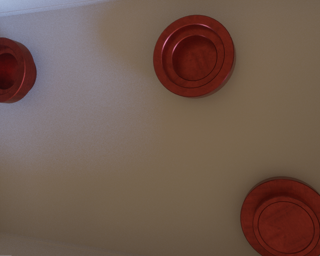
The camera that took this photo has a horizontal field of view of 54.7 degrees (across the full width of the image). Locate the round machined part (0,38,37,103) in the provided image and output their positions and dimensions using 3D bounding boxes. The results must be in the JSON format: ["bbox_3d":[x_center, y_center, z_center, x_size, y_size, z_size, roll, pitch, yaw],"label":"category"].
[{"bbox_3d":[-0.234,-0.087,0.482,0.098,0.042,0.097,0,90,19],"label":"round machined part"}]

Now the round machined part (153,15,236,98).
[{"bbox_3d":[0.045,-0.085,0.385,0.098,0.042,0.097,0,90,19],"label":"round machined part"}]

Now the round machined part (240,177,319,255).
[{"bbox_3d":[0.142,0.107,0.352,0.098,0.042,0.097,0,90,19],"label":"round machined part"}]
